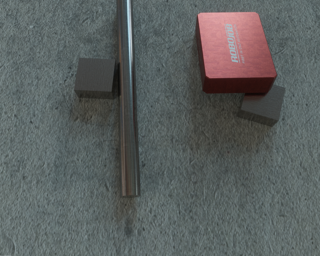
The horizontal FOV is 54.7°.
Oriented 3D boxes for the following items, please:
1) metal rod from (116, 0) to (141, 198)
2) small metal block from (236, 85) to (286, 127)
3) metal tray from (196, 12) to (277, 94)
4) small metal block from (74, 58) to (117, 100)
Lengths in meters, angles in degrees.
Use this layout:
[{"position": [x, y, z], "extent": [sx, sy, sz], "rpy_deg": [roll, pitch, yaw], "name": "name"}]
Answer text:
[{"position": [-0.045, -0.057, 0.428], "extent": [0.025, 0.025, 0.299], "rpy_deg": [-3, 70, -2], "name": "metal rod"}, {"position": [0.138, -0.035, 0.423], "extent": [0.050, 0.025, 0.050], "rpy_deg": [17, 71, 6], "name": "small metal block"}, {"position": [0.100, -0.108, 0.431], "extent": [0.091, 0.030, 0.130], "rpy_deg": [-1, 57, -1], "name": "metal tray"}, {"position": [-0.088, -0.069, 0.432], "extent": [0.050, 0.025, 0.050], "rpy_deg": [3, 70, 0], "name": "small metal block"}]
